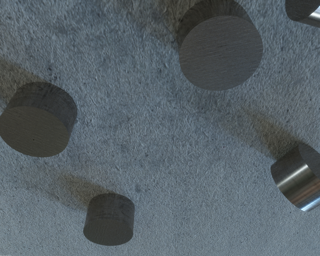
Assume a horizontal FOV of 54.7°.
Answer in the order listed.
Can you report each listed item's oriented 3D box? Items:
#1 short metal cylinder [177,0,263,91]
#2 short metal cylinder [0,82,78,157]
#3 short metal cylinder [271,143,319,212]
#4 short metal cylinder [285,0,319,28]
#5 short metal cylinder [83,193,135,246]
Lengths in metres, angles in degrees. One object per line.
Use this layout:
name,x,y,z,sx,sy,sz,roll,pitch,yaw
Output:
short metal cylinder,0.059,-0.085,0.319,0.081,0.050,0.079,0,130,0
short metal cylinder,-0.148,-0.010,0.381,0.081,0.050,0.079,0,130,0
short metal cylinder,0.203,0.068,0.431,0.080,0.080,0.050,27,125,-21
short metal cylinder,0.153,-0.126,0.265,0.050,0.080,0.079,11,129,-10
short metal cylinder,-0.084,0.155,0.522,0.081,0.050,0.079,0,130,0
